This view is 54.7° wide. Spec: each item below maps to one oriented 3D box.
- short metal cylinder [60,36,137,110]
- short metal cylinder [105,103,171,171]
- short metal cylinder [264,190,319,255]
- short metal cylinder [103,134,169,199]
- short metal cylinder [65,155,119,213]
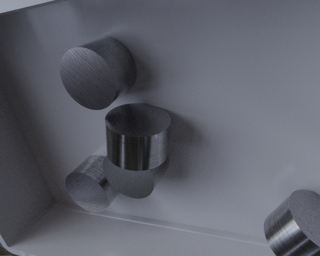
[{"bbox_3d":[-0.077,-0.069,0.390,0.080,0.050,0.079,13,124,21],"label":"short metal cylinder"},{"bbox_3d":[-0.028,0.009,0.394,0.080,0.080,0.050,16,125,19],"label":"short metal cylinder"},{"bbox_3d":[0.170,0.119,0.357,0.080,0.080,0.050,32,129,7],"label":"short metal cylinder"},{"bbox_3d":[-0.034,0.054,0.444,0.080,0.050,0.079,13,124,21],"label":"short metal cylinder"},{"bbox_3d":[-0.105,0.090,0.504,0.080,0.050,0.079,13,124,21],"label":"short metal cylinder"}]
